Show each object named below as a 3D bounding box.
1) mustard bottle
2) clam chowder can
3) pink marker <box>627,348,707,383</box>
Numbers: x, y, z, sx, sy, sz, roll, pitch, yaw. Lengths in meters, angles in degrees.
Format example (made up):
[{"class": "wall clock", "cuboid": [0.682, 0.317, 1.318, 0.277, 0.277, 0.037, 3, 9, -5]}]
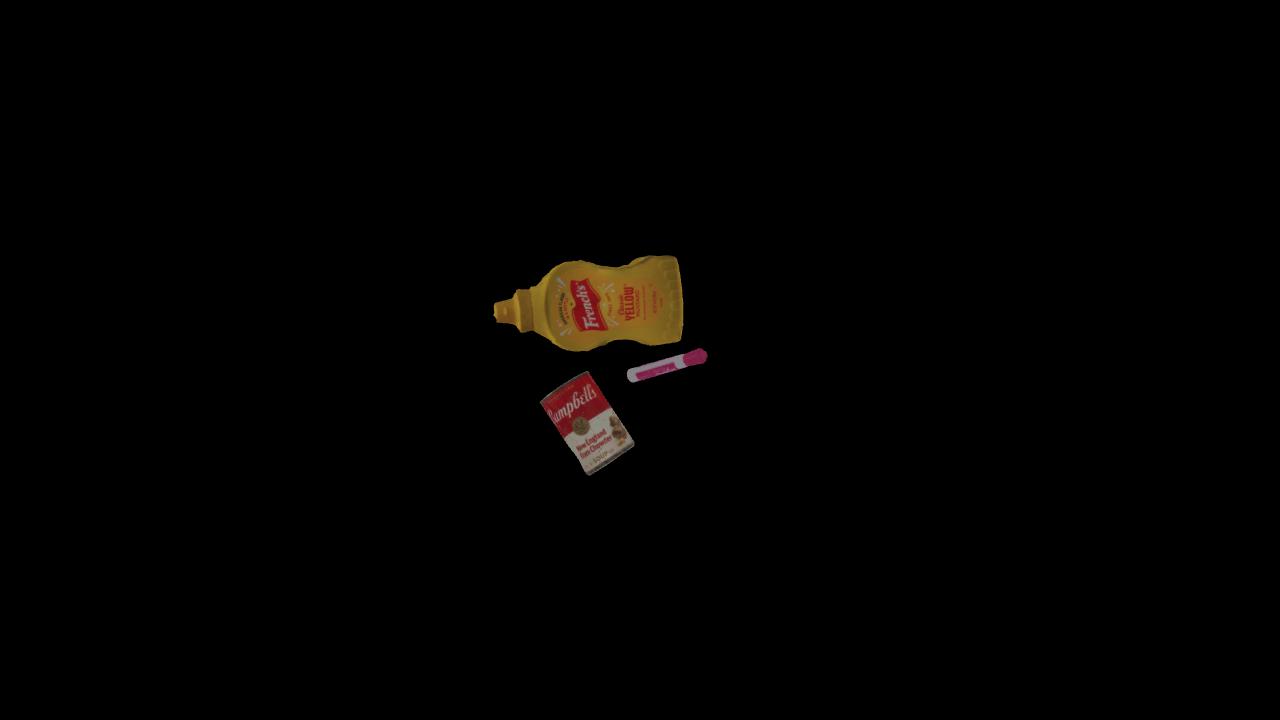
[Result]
[{"class": "mustard bottle", "cuboid": [-0.051, -0.054, 0.609, 0.184, 0.092, 0.054, -5, 14, -12]}, {"class": "clam chowder can", "cuboid": [-0.060, 0.073, 0.710, 0.068, 0.102, 0.068, -34, -4, -3]}, {"class": "pink marker", "cuboid": [0.033, 0.007, 0.764, 0.121, 0.020, 0.020, -17, -11, 40]}]
